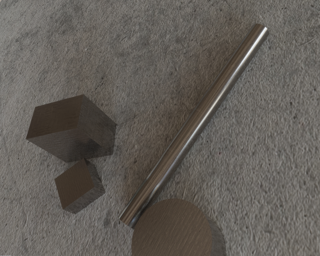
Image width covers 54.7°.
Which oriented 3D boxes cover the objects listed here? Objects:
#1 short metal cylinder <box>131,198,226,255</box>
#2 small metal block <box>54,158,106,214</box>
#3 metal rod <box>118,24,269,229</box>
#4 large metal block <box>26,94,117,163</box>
[{"bbox_3d":[0.019,0.116,0.306,0.080,0.050,0.080,-13,56,20],"label":"short metal cylinder"},{"bbox_3d":[-0.107,0.077,0.411,0.050,0.025,0.050,-36,51,4],"label":"small metal block"},{"bbox_3d":[0.048,-0.010,0.383,0.025,0.025,0.300,27,76,37],"label":"metal rod"},{"bbox_3d":[-0.118,0.004,0.426,0.080,0.080,0.050,-11,57,22],"label":"large metal block"}]
